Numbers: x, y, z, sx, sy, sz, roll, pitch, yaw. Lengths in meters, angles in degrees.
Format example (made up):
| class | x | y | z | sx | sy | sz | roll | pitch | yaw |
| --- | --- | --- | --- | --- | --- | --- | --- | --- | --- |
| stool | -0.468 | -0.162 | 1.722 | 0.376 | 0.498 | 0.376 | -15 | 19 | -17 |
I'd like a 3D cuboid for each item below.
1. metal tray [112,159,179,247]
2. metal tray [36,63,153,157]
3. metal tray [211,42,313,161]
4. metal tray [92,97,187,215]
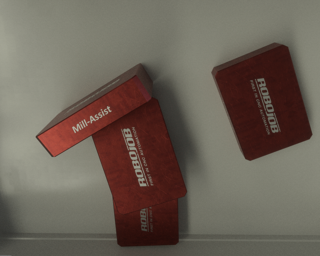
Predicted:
| class | x | y | z | sx | sy | sz | roll | pitch | yaw |
| --- | --- | --- | --- | --- | --- | --- | --- | --- | --- |
| metal tray | -0.020 | 0.109 | 0.448 | 0.091 | 0.030 | 0.129 | -2 | 110 | 0 |
| metal tray | -0.072 | -0.024 | 0.366 | 0.130 | 0.090 | 0.030 | -30 | 108 | 10 |
| metal tray | 0.131 | -0.031 | 0.398 | 0.090 | 0.030 | 0.129 | -22 | 109 | 7 |
| metal tray | -0.027 | 0.035 | 0.395 | 0.090 | 0.030 | 0.129 | -18 | 95 | 2 |
